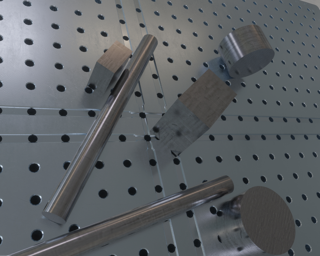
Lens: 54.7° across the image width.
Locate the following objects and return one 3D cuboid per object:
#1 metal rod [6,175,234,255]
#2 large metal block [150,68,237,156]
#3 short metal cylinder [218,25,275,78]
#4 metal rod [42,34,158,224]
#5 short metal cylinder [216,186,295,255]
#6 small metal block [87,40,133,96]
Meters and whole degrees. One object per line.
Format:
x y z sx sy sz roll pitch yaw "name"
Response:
-0.035 0.101 0.327 0.303 0.025 0.025 -12 68 -33 "metal rod"
0.044 -0.020 0.409 0.050 0.080 0.080 43 51 1 "large metal block"
0.147 -0.130 0.531 0.081 0.080 0.050 -6 65 -31 "short metal cylinder"
-0.059 -0.024 0.391 0.025 0.025 0.300 29 52 -10 "metal rod"
0.117 0.118 0.383 0.081 0.050 0.080 14 56 -21 "short metal cylinder"
-0.066 -0.078 0.404 0.025 0.050 0.050 34 51 -6 "small metal block"
